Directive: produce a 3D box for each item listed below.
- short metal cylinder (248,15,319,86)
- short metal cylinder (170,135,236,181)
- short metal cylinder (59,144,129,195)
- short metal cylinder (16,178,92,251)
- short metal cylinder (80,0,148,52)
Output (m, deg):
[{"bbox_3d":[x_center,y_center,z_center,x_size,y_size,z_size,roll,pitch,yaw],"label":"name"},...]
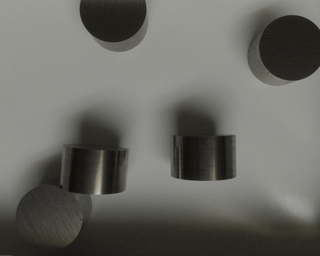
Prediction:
[{"bbox_3d":[0.160,-0.097,0.400,0.081,0.050,0.080,0,90,0],"label":"short metal cylinder"},{"bbox_3d":[0.053,0.034,0.384,0.081,0.080,0.050,-1,90,0],"label":"short metal cylinder"},{"bbox_3d":[-0.081,0.048,0.383,0.080,0.080,0.050,5,90,0],"label":"short metal cylinder"},{"bbox_3d":[-0.133,0.107,0.397,0.080,0.050,0.079,0,91,0],"label":"short metal cylinder"},{"bbox_3d":[-0.057,-0.143,0.398,0.081,0.050,0.080,0,90,0],"label":"short metal cylinder"}]
